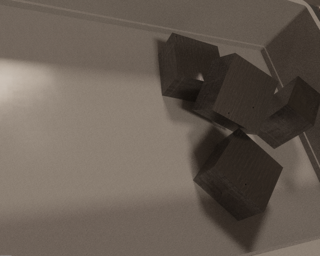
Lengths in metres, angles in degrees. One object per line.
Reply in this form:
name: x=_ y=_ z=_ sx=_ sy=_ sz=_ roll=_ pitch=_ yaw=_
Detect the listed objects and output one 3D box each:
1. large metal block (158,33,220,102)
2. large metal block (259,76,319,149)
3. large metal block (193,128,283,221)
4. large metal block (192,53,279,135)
large metal block: x=0.047 y=-0.088 z=0.471 sx=0.081 sy=0.050 sz=0.080 roll=9 pitch=57 yaw=-24
large metal block: x=0.203 y=-0.024 z=0.497 sx=0.050 sy=0.080 sz=0.080 roll=40 pitch=51 yaw=-2
large metal block: x=0.105 y=0.061 z=0.411 sx=0.080 sy=0.050 sz=0.080 roll=42 pitch=51 yaw=0
large metal block: x=0.103 y=-0.044 z=0.425 sx=0.080 sy=0.050 sz=0.080 roll=26 pitch=82 yaw=-23
